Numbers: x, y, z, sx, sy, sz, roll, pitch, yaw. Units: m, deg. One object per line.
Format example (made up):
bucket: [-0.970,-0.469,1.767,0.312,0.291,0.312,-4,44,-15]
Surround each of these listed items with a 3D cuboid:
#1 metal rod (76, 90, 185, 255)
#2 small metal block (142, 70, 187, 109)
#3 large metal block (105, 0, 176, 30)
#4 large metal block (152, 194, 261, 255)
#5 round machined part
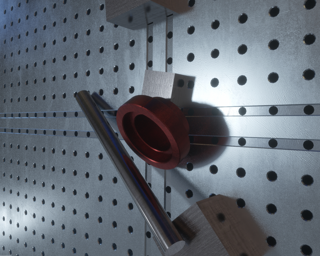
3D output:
metal rod: [-0.056,0.037,0.420,0.300,0.025,0.025,51,121,40]
small metal block: [0.004,-0.048,0.407,0.050,0.025,0.050,15,100,39]
large metal block: [-0.029,-0.188,0.417,0.080,0.050,0.080,-7,85,39]
large metal block: [0.051,0.135,0.351,0.080,0.050,0.080,-48,62,29]
round machined part: [-0.003,0.000,0.381,0.098,0.042,0.097,28,142,25]
